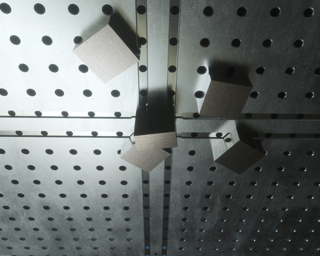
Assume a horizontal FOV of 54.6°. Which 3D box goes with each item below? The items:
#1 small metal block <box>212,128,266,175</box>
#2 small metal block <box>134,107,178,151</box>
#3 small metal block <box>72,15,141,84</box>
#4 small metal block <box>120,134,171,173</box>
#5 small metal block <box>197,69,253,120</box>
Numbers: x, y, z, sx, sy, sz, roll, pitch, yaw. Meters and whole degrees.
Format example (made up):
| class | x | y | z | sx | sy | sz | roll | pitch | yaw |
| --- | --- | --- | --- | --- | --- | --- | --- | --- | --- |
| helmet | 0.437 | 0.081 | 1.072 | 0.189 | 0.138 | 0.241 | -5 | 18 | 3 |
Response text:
| class | x | y | z | sx | sy | sz | roll | pitch | yaw |
| --- | --- | --- | --- | --- | --- | --- | --- | --- | --- |
| small metal block | 0.111 | 0.034 | 0.441 | 0.050 | 0.025 | 0.050 | 28 | 125 | -22 |
| small metal block | -0.005 | 0.001 | 0.395 | 0.050 | 0.050 | 0.025 | -6 | 129 | 5 |
| small metal block | -0.057 | -0.085 | 0.339 | 0.050 | 0.025 | 0.050 | -29 | 125 | 22 |
| small metal block | -0.020 | 0.031 | 0.437 | 0.050 | 0.025 | 0.050 | 31 | 124 | -24 |
| small metal block | 0.077 | -0.040 | 0.378 | 0.050 | 0.025 | 0.050 | 8 | 130 | -7 |
